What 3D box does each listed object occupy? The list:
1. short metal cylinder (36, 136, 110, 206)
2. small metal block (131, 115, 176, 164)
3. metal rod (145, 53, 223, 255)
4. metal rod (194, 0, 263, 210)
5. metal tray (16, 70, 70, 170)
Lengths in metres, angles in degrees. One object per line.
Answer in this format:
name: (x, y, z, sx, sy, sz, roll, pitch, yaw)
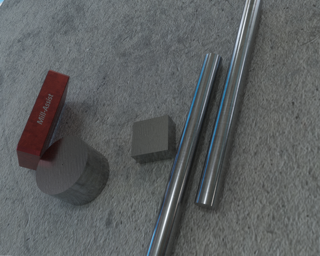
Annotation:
short metal cylinder: (-0.115, 0.058, 0.413, 0.080, 0.050, 0.080, -13, 56, 21)
small metal block: (-0.008, 0.015, 0.399, 0.050, 0.025, 0.050, -12, 57, 21)
metal rod: (0.030, 0.037, 0.365, 0.025, 0.025, 0.300, 4, 64, 30)
metal rod: (0.091, -0.048, 0.385, 0.025, 0.025, 0.300, 4, 63, 30)
metal tray: (-0.173, -0.010, 0.462, 0.090, 0.030, 0.130, 133, 152, -59)
